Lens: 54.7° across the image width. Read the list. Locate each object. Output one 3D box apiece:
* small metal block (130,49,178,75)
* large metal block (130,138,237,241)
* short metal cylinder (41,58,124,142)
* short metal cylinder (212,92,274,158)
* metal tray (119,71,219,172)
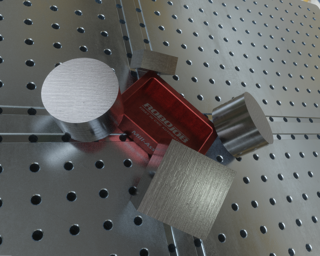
[{"bbox_3d":[-0.010,-0.093,0.440,0.050,0.050,0.025,8,96,-24],"label":"small metal block"},{"bbox_3d":[0.024,0.065,0.343,0.080,0.050,0.080,28,83,-11],"label":"large metal block"},{"bbox_3d":[-0.083,-0.031,0.347,0.081,0.050,0.080,0,65,0],"label":"short metal cylinder"},{"bbox_3d":[0.117,-0.004,0.438,0.080,0.050,0.080,38,37,-35],"label":"short metal cylinder"},{"bbox_3d":[0.007,-0.007,0.412,0.130,0.030,0.090,41,51,0],"label":"metal tray"}]
